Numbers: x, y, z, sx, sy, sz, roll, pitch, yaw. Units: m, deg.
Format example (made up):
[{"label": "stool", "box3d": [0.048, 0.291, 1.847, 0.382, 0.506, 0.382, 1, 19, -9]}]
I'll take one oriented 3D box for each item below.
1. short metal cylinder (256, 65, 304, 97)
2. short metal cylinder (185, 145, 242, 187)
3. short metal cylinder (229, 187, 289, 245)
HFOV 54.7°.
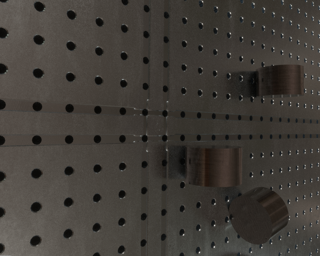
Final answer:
[{"label": "short metal cylinder", "box3d": [0.215, -0.082, 0.557, 0.081, 0.080, 0.050, -2, 92, -40]}, {"label": "short metal cylinder", "box3d": [0.076, 0.051, 0.439, 0.081, 0.080, 0.050, 0, 90, -40]}, {"label": "short metal cylinder", "box3d": [0.163, 0.144, 0.513, 0.050, 0.080, 0.079, -13, 99, -40]}]
